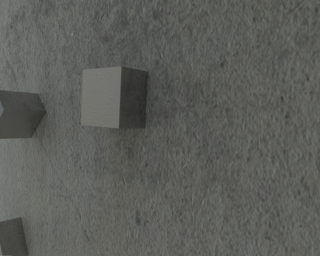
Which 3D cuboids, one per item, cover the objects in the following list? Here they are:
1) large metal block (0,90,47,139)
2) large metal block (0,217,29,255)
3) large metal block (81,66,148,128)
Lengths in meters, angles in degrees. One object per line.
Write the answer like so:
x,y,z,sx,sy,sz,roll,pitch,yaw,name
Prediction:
-0.281,-0.024,0.597,0.080,0.081,0.050,-49,62,29,large metal block
-0.329,0.243,0.656,0.080,0.050,0.080,-29,72,36,large metal block
-0.066,-0.042,0.441,0.080,0.050,0.079,5,93,39,large metal block
